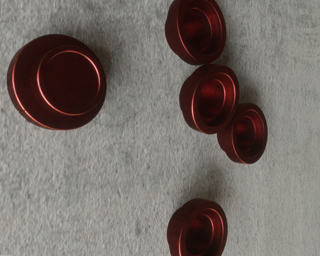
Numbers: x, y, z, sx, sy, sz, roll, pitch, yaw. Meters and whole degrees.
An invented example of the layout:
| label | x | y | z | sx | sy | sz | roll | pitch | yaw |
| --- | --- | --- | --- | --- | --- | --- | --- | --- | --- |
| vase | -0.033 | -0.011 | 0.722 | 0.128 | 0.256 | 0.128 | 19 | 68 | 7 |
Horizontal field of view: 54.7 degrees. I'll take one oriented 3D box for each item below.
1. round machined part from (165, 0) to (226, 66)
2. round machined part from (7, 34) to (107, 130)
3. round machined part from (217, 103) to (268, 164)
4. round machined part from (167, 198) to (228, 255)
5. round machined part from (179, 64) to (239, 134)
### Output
| label | x | y | z | sx | sy | sz | roll | pitch | yaw |
| --- | --- | --- | --- | --- | --- | --- | --- | --- | --- |
| round machined part | 0.046 | -0.136 | 0.434 | 0.099 | 0.042 | 0.097 | 0 | 90 | -40 |
| round machined part | -0.097 | -0.046 | 0.314 | 0.099 | 0.042 | 0.097 | 0 | 90 | -40 |
| round machined part | 0.131 | 0.009 | 0.507 | 0.099 | 0.042 | 0.097 | 0 | 90 | -40 |
| round machined part | 0.048 | 0.148 | 0.437 | 0.099 | 0.042 | 0.097 | 0 | 90 | -40 |
| round machined part | 0.066 | -0.043 | 0.442 | 0.099 | 0.042 | 0.097 | -14 | 113 | -37 |
